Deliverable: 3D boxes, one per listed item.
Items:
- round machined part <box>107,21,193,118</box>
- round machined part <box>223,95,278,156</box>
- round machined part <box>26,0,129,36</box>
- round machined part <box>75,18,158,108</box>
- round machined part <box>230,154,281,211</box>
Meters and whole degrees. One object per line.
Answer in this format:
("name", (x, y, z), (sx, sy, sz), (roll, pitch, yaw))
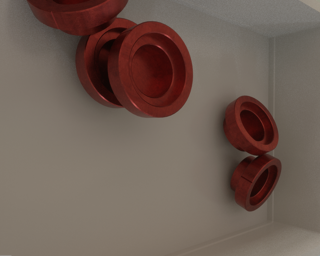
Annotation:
("round machined part", (-0.014, -0.059, 0.331), (0.099, 0.042, 0.097), (0, 91, -40))
("round machined part", (0.142, 0.000, 0.502), (0.099, 0.042, 0.098), (18, 55, -28))
("round machined part", (-0.079, -0.131, 0.307), (0.098, 0.098, 0.042), (-58, 163, -24))
("round machined part", (-0.051, -0.071, 0.354), (0.099, 0.042, 0.097), (0, 90, -40))
("round machined part", (0.155, 0.085, 0.514), (0.099, 0.042, 0.097), (-24, 128, -34))
